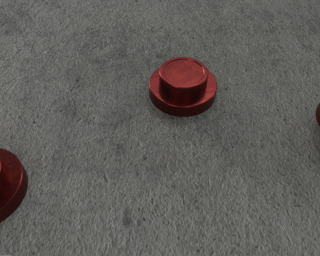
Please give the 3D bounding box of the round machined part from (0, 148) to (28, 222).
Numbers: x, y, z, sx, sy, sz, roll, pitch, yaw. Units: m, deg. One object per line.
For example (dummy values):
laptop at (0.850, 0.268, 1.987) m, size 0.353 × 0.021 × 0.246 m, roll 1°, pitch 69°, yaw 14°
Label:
round machined part at (-0.203, 0.060, 0.340) m, size 0.099 × 0.042 × 0.098 m, roll 0°, pitch 50°, yaw 0°

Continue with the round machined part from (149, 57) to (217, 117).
round machined part at (0.033, -0.066, 0.448) m, size 0.099 × 0.042 × 0.098 m, roll 0°, pitch 50°, yaw 0°

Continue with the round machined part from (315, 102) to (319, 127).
round machined part at (0.251, -0.006, 0.399) m, size 0.099 × 0.042 × 0.098 m, roll 0°, pitch 50°, yaw 0°
